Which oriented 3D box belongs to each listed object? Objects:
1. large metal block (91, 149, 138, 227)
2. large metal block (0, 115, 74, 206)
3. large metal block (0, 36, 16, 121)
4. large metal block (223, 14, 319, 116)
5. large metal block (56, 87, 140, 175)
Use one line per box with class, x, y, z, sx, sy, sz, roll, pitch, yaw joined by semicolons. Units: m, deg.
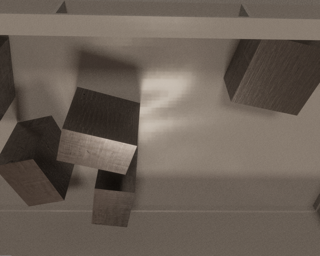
large metal block;-0.064;0.082;0.442;0.050;0.080;0.079;8;130;-7
large metal block;-0.158;0.043;0.407;0.050;0.080;0.080;-11;129;9
large metal block;-0.213;-0.059;0.339;0.081;0.050;0.079;9;130;-8
large metal block;0.126;-0.067;0.338;0.081;0.050;0.079;11;129;-10
large metal block;-0.071;0.002;0.374;0.081;0.080;0.050;14;129;-12
